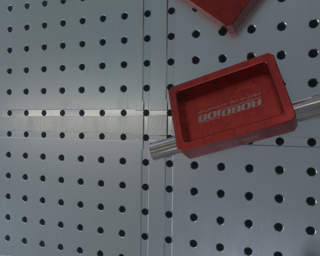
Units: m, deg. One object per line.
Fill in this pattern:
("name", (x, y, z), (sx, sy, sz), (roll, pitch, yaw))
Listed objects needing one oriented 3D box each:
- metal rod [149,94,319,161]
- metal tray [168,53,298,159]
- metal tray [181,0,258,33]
("metal rod", (0.127, -0.009, 0.367), (0.300, 0.025, 0.025), (-17, 85, 19))
("metal tray", (0.080, -0.024, 0.363), (0.130, 0.030, 0.090), (-17, 60, 18))
("metal tray", (0.065, -0.193, 0.387), (0.130, 0.030, 0.090), (40, 102, 15))
